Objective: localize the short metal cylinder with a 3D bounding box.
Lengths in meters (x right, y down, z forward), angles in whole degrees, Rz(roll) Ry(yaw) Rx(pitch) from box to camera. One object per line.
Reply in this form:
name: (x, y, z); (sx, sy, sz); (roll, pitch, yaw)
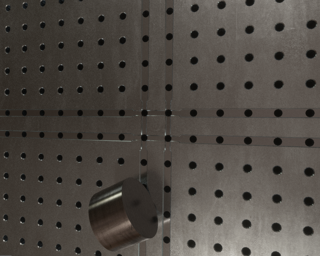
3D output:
short metal cylinder: (-0.045, 0.111, 0.398); (0.050, 0.080, 0.080); (-28, 81, 18)
